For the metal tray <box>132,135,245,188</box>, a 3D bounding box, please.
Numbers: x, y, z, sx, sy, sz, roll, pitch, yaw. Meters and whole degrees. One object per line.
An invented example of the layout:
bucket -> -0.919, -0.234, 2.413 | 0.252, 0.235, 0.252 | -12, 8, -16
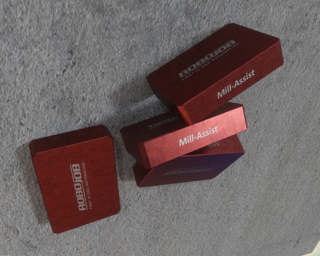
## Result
metal tray -> 0.039, 0.045, 0.426 | 0.131, 0.030, 0.089 | -1, 148, -28

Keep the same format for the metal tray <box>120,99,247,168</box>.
metal tray -> 0.026, 0.001, 0.376 | 0.131, 0.090, 0.030 | -20, 106, -17

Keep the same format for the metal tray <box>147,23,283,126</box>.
metal tray -> 0.060, -0.067, 0.355 | 0.130, 0.090, 0.030 | -34, 128, -6

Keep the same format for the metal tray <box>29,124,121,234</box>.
metal tray -> -0.102, 0.066, 0.389 | 0.091, 0.030, 0.129 | -14, 124, -21
